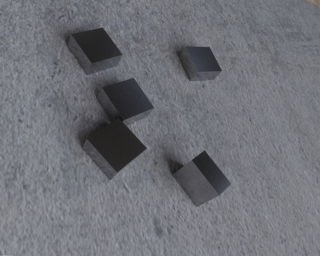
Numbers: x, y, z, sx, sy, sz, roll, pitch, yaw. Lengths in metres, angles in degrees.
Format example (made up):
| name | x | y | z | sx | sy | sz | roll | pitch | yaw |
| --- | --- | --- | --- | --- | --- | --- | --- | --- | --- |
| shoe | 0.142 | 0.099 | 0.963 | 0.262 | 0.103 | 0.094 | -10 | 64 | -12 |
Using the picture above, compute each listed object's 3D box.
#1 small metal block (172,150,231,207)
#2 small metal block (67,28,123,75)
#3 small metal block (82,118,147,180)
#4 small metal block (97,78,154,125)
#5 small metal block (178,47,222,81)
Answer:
| name | x | y | z | sx | sy | sz | roll | pitch | yaw |
| --- | --- | --- | --- | --- | --- | --- | --- | --- | --- |
| small metal block | 0.050 | 0.063 | 0.378 | 0.025 | 0.050 | 0.050 | -31 | 80 | -38 |
| small metal block | -0.088 | -0.105 | 0.421 | 0.050 | 0.025 | 0.050 | -28 | 77 | -37 |
| small metal block | -0.053 | 0.024 | 0.362 | 0.050 | 0.025 | 0.050 | 47 | 51 | 5 |
| small metal block | -0.045 | -0.032 | 0.401 | 0.050 | 0.025 | 0.050 | -26 | 76 | -37 |
| small metal block | 0.065 | -0.105 | 0.505 | 0.050 | 0.025 | 0.050 | -9 | 66 | -32 |
